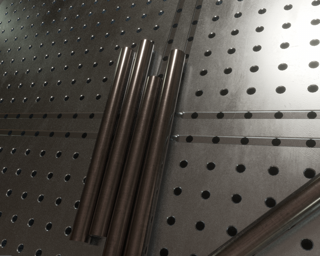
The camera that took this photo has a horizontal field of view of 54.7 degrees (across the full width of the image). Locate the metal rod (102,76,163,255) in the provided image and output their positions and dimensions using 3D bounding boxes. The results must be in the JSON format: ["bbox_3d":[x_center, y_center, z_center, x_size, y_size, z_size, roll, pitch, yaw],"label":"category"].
[{"bbox_3d":[-0.035,0.063,0.386,0.025,0.025,0.299,-2,60,27],"label":"metal rod"}]

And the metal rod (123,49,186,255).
[{"bbox_3d":[-0.002,0.023,0.393,0.025,0.025,0.299,-2,60,27],"label":"metal rod"}]

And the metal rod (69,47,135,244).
[{"bbox_3d":[-0.075,0.006,0.441,0.025,0.025,0.299,-5,59,25],"label":"metal rod"}]

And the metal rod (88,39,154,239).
[{"bbox_3d":[-0.047,-0.003,0.433,0.025,0.025,0.299,-3,60,26],"label":"metal rod"}]

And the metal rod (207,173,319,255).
[{"bbox_3d":[0.079,0.114,0.296,0.300,0.025,0.025,-37,51,2],"label":"metal rod"}]
